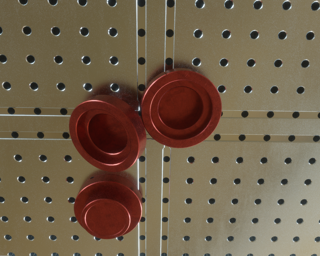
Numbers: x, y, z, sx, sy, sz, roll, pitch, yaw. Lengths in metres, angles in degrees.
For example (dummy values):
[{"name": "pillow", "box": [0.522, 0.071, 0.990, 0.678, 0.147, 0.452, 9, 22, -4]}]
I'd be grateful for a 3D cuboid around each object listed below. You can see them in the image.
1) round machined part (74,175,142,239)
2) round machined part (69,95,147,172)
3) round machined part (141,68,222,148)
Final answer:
[{"name": "round machined part", "box": [-0.075, 0.120, 0.448, 0.099, 0.042, 0.097, 0, 110, -1]}, {"name": "round machined part", "box": [-0.061, 0.004, 0.393, 0.098, 0.042, 0.097, 10, 118, 20]}, {"name": "round machined part", "box": [0.024, -0.027, 0.392, 0.099, 0.042, 0.097, -2, 109, -5]}]
